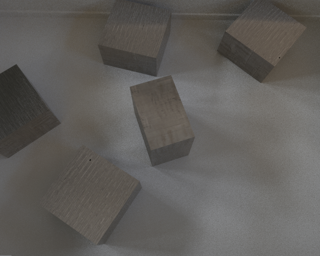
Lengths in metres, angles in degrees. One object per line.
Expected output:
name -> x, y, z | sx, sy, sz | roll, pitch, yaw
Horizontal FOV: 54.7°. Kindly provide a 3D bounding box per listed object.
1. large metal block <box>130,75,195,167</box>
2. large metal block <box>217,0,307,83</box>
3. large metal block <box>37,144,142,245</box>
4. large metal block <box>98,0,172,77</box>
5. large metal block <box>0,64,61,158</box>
large metal block -> 0.002, -0.006, 0.383 | 0.050, 0.080, 0.080 | -17, 71, -6
large metal block -> 0.143, -0.126, 0.442 | 0.080, 0.050, 0.080 | 39, 74, 9
large metal block -> -0.078, 0.079, 0.366 | 0.080, 0.050, 0.080 | 31, 73, 10
large metal block -> -0.033, -0.128, 0.443 | 0.080, 0.050, 0.080 | 14, 71, 5
large metal block -> -0.192, -0.021, 0.402 | 0.080, 0.050, 0.080 | -36, 74, -13
